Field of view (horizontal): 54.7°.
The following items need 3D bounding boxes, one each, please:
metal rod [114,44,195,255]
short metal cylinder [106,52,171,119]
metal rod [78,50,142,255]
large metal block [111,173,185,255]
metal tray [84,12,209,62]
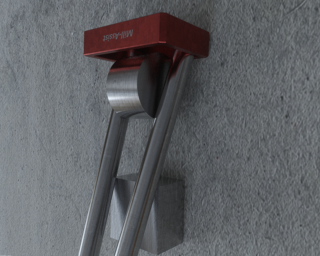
[{"bbox_3d":[-0.010,0.045,0.352,0.025,0.025,0.299,11,82,39],"label":"metal rod"},{"bbox_3d":[-0.019,-0.051,0.385,0.050,0.081,0.079,3,92,39],"label":"short metal cylinder"},{"bbox_3d":[-0.064,0.042,0.397,0.025,0.025,0.299,3,76,39],"label":"metal rod"},{"bbox_3d":[-0.017,0.105,0.399,0.080,0.050,0.079,2,92,39],"label":"large metal block"},{"bbox_3d":[-0.018,-0.102,0.377,0.130,0.091,0.030,3,92,39],"label":"metal tray"}]
